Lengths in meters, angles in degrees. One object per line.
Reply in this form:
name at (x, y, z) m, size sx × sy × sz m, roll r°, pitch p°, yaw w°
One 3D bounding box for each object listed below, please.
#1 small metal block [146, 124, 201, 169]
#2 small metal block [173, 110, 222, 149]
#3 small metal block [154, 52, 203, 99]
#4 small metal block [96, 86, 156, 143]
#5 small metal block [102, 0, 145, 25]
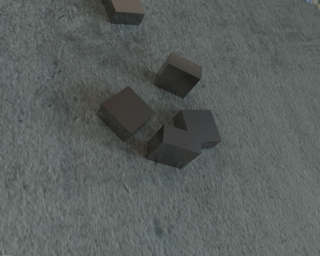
small metal block at (0.016, 0.024, 0.383) m, size 0.050 × 0.050 × 0.025 m, roll 18°, pitch 55°, yaw -18°
small metal block at (0.052, 0.002, 0.432) m, size 0.050 × 0.025 × 0.050 m, roll -1°, pitch 62°, yaw -29°
small metal block at (0.026, -0.076, 0.450) m, size 0.050 × 0.050 × 0.025 m, roll 24°, pitch 53°, yaw -15°
small metal block at (-0.043, -0.018, 0.393) m, size 0.050 × 0.025 × 0.050 m, roll 45°, pitch 51°, yaw 3°
small metal block at (-0.058, -0.192, 0.491) m, size 0.050 × 0.025 × 0.050 m, roll -9°, pitch 66°, yaw -32°
